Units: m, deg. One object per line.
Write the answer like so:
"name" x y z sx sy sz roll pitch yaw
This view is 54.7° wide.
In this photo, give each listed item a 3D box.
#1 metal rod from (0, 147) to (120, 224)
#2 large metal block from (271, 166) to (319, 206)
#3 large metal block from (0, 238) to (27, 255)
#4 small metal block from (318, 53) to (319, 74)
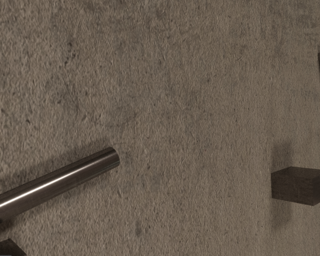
"metal rod" -0.164 0.082 0.268 0.302 0.025 0.025 -24 105 -38
"large metal block" 0.276 0.110 0.605 0.081 0.080 0.050 -7 95 -40
"large metal block" -0.155 0.153 0.260 0.081 0.050 0.079 -12 98 -40
"small metal block" 0.410 -0.163 0.753 0.050 0.025 0.050 -20 103 -39
